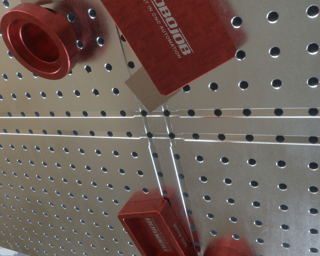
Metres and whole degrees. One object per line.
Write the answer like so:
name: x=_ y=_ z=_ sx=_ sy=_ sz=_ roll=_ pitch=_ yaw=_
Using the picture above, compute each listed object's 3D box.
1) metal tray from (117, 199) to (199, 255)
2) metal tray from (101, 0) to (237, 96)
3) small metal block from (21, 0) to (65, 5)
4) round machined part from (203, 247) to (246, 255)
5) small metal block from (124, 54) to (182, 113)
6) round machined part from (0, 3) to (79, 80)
metal tray: x=-0.003 y=0.183 z=0.522 sx=0.090 sy=0.030 sz=0.130 roll=-16 pitch=111 yaw=34
metal tray: x=0.009 y=-0.110 z=0.318 sx=0.090 sy=0.030 sz=0.130 roll=-29 pitch=104 yaw=19
small metal block: x=-0.150 y=-0.178 z=0.380 sx=0.050 sy=0.025 sz=0.050 roll=2 pitch=120 yaw=27
round machined part: x=0.108 y=0.241 z=0.493 sx=0.098 sy=0.042 sz=0.097 roll=13 pitch=124 yaw=21
small metal block: x=-0.007 y=-0.055 z=0.381 sx=0.050 sy=0.025 sz=0.050 roll=-34 pitch=99 yaw=38
round machined part: x=-0.148 y=-0.114 z=0.398 sx=0.098 sy=0.042 sz=0.097 roll=17 pitch=140 yaw=15
